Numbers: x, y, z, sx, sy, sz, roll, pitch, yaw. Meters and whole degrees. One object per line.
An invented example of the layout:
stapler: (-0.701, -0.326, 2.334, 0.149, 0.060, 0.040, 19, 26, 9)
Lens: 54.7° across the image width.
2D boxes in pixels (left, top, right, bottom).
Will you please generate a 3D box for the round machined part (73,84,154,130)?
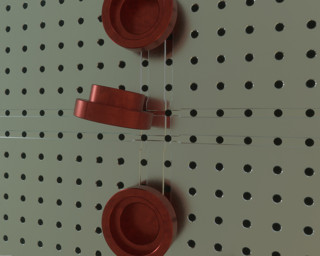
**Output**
round machined part: (-0.056, -0.028, 0.392, 0.098, 0.098, 0.042, 13, 95, 19)

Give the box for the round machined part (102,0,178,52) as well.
round machined part: (-0.024, -0.150, 0.411, 0.098, 0.042, 0.097, 0, 90, 19)

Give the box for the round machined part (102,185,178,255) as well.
round machined part: (-0.024, 0.125, 0.411, 0.098, 0.042, 0.097, 0, 90, 19)
